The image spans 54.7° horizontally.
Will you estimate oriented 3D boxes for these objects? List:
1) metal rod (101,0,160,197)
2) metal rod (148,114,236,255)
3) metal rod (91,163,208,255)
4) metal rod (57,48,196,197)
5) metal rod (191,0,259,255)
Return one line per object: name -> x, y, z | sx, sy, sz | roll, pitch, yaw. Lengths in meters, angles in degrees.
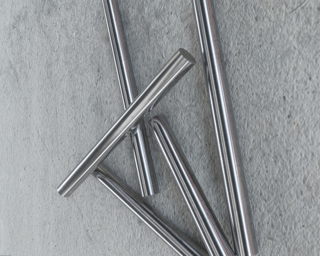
metal rod -> -0.045, -0.054, 0.442 | 0.025, 0.025, 0.299 | -21, 77, 38
metal rod -> 0.054, 0.110, 0.342 | 0.025, 0.025, 0.299 | -43, 59, 31
metal rod -> -0.013, 0.119, 0.415 | 0.300, 0.025, 0.025 | 32, 110, 35
metal rod -> -0.061, 0.010, 0.421 | 0.299, 0.025, 0.025 | -45, 63, 30
metal rod -> 0.070, -0.014, 0.347 | 0.025, 0.025, 0.298 | -14, 81, 39
